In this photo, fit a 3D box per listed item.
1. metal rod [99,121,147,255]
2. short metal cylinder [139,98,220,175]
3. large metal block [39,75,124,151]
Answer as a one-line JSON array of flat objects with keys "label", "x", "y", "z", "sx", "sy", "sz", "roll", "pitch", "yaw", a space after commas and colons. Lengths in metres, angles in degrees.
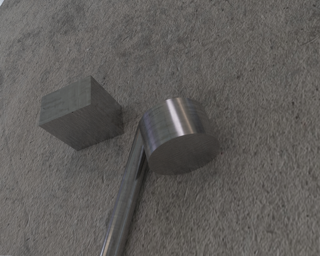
[{"label": "metal rod", "x": -0.051, "y": 0.127, "z": 0.352, "sx": 0.025, "sy": 0.025, "sz": 0.300, "roll": 1, "pitch": 62, "yaw": 28}, {"label": "short metal cylinder", "x": 0.021, "y": 0.011, "z": 0.351, "sx": 0.080, "sy": 0.080, "sz": 0.050, "roll": -26, "pitch": 53, "yaw": 12}, {"label": "large metal block", "x": -0.107, "y": -0.018, "z": 0.436, "sx": 0.080, "sy": 0.080, "sz": 0.050, "roll": -20, "pitch": 54, "yaw": 16}]
